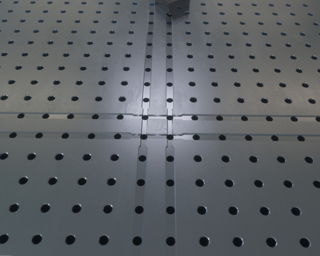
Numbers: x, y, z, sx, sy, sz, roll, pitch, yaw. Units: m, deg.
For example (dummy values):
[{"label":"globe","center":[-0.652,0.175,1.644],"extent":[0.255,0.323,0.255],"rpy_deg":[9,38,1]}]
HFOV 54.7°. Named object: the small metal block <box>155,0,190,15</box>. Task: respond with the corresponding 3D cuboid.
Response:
[{"label":"small metal block","center":[0.025,-0.258,0.624],"extent":[0.050,0.025,0.050],"rpy_deg":[-28,56,-22]}]
